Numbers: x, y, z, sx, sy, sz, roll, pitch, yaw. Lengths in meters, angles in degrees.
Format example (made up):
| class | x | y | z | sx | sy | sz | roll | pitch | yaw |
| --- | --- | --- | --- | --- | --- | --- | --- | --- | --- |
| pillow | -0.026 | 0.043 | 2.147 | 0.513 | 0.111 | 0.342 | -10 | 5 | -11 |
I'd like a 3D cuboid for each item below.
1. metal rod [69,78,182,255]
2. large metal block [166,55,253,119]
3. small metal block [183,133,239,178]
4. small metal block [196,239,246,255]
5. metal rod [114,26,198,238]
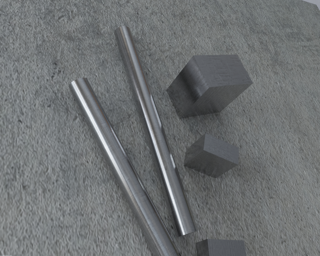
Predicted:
| class | x | y | z | sx | sy | sz | roll | pitch | yaw |
| --- | --- | --- | --- | --- | --- | --- | --- | --- | --- |
| metal rod | -0.029 | 0.071 | 0.346 | 0.025 | 0.025 | 0.299 | -19 | 72 | -36 |
| large metal block | 0.069 | -0.059 | 0.444 | 0.081 | 0.080 | 0.050 | -10 | 67 | -33 |
| small metal block | 0.066 | 0.038 | 0.402 | 0.050 | 0.050 | 0.025 | 23 | 53 | -15 |
| small metal block | 0.071 | 0.155 | 0.350 | 0.050 | 0.025 | 0.050 | 11 | 57 | -23 |
| metal rod | -0.012 | -0.012 | 0.405 | 0.025 | 0.025 | 0.299 | -4 | 64 | -31 |
